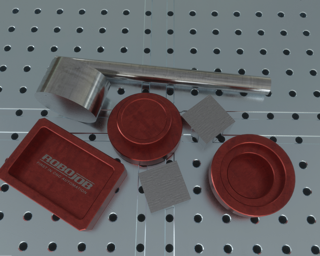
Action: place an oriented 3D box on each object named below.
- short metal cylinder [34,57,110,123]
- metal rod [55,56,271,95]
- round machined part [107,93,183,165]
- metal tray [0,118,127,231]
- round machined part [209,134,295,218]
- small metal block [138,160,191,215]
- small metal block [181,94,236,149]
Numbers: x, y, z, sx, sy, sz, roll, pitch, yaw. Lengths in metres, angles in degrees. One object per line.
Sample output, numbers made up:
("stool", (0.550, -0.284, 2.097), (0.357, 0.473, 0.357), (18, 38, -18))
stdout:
("short metal cylinder", (-0.111, -0.047, 0.399), (0.080, 0.080, 0.050), (17, 71, 6))
("metal rod", (0.002, -0.075, 0.438), (0.302, 0.025, 0.025), (6, 70, 2))
("round machined part", (-0.020, -0.004, 0.403), (0.099, 0.042, 0.098), (0, 67, 0))
("metal tray", (-0.119, 0.056, 0.387), (0.130, 0.030, 0.090), (29, 73, 10))
("round machined part", (0.109, 0.060, 0.381), (0.099, 0.042, 0.098), (0, 70, 0))
("small metal block", (0.005, 0.074, 0.385), (0.050, 0.025, 0.050), (-18, 71, -7))
("small metal block", (0.063, -0.008, 0.415), (0.050, 0.025, 0.050), (-36, 74, -12))
